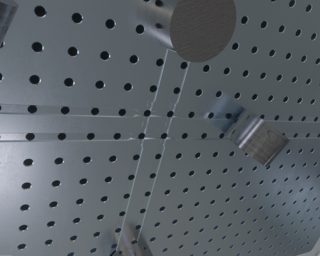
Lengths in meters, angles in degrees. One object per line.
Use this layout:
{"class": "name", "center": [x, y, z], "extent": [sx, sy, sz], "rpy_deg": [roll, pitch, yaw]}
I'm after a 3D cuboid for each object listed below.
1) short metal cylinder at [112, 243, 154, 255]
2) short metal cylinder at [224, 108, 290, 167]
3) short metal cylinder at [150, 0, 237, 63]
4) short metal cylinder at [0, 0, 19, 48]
{"class": "short metal cylinder", "center": [-0.043, 0.242, 0.521], "extent": [0.081, 0.050, 0.079], "rpy_deg": [-14, 124, -21]}
{"class": "short metal cylinder", "center": [0.144, 0.014, 0.463], "extent": [0.080, 0.080, 0.050], "rpy_deg": [29, 102, -38]}
{"class": "short metal cylinder", "center": [0.036, -0.118, 0.341], "extent": [0.081, 0.050, 0.079], "rpy_deg": [-14, 124, -21]}
{"class": "short metal cylinder", "center": [-0.158, -0.091, 0.233], "extent": [0.080, 0.080, 0.050], "rpy_deg": [22, 107, -36]}
